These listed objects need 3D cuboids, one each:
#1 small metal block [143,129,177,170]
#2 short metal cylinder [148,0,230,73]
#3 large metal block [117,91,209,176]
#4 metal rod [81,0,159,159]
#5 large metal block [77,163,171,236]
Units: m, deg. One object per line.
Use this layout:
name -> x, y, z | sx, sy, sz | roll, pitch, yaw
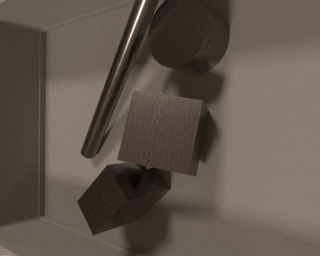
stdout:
small metal block -> 0.001, 0.022, 0.404 | 0.050, 0.025, 0.050 | -30, 71, 35
short metal cylinder -> 0.033, -0.107, 0.362 | 0.080, 0.050, 0.079 | 0, 90, 39
large metal block -> 0.006, 0.007, 0.356 | 0.080, 0.050, 0.080 | 10, 83, 17
metal rod -> -0.057, -0.066, 0.413 | 0.025, 0.025, 0.298 | 51, 131, 27
large metal block -> -0.047, 0.089, 0.408 | 0.080, 0.081, 0.050 | -49, 61, 28
